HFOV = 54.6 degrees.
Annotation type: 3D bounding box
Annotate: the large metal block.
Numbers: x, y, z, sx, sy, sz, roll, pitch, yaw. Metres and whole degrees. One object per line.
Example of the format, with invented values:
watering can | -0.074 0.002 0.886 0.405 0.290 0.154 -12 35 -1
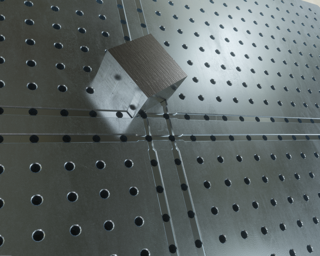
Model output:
large metal block | -0.024 -0.073 0.423 0.080 0.050 0.080 -34 81 -38
